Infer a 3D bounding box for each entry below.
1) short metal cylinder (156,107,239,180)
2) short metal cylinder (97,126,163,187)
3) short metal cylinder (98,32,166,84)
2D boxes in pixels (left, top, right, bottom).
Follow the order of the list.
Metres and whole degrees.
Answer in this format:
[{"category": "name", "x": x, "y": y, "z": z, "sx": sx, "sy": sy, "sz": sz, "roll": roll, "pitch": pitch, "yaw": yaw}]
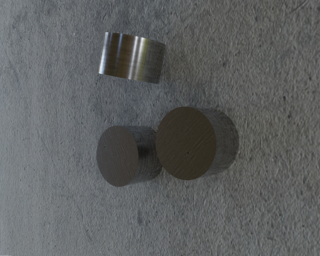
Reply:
[{"category": "short metal cylinder", "x": 0.042, "y": 0.016, "z": 0.354, "sx": 0.080, "sy": 0.050, "sz": 0.080, "roll": 0, "pitch": 90, "yaw": 40}, {"category": "short metal cylinder", "x": -0.041, "y": 0.037, "z": 0.422, "sx": 0.080, "sy": 0.050, "sz": 0.080, "roll": 0, "pitch": 90, "yaw": 40}, {"category": "short metal cylinder", "x": -0.036, "y": -0.089, "z": 0.399, "sx": 0.080, "sy": 0.081, "sz": 0.050, "roll": 18, "pitch": 101, "yaw": 38}]
